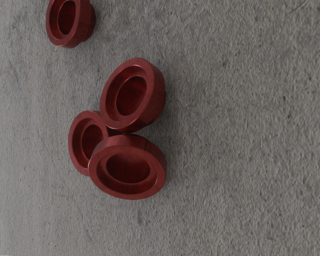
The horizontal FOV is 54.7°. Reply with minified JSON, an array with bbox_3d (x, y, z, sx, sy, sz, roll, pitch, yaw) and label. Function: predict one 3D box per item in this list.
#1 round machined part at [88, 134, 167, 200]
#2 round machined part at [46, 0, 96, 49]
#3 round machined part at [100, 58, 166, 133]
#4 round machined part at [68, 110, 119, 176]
[{"bbox_3d":[-0.040,0.046,0.404,0.098,0.098,0.042,-44,23,31],"label":"round machined part"},{"bbox_3d":[-0.144,-0.181,0.513,0.098,0.042,0.097,0,90,40],"label":"round machined part"},{"bbox_3d":[-0.031,-0.039,0.408,0.098,0.042,0.098,-18,61,36],"label":"round machined part"},{"bbox_3d":[-0.094,0.022,0.471,0.098,0.042,0.097,0,90,40],"label":"round machined part"}]
